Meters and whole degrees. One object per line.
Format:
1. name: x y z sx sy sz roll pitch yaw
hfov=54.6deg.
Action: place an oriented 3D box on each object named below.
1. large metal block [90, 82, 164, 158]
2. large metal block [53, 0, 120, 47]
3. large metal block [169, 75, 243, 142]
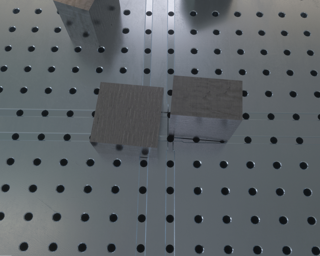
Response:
1. large metal block: -0.039 -0.009 0.402 0.080 0.050 0.080 5 70 2
2. large metal block: -0.101 -0.179 0.447 0.050 0.080 0.080 19 71 7
3. large metal block: 0.054 -0.022 0.391 0.080 0.080 0.050 5 70 2
